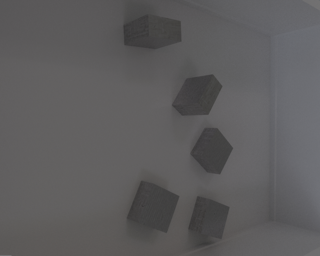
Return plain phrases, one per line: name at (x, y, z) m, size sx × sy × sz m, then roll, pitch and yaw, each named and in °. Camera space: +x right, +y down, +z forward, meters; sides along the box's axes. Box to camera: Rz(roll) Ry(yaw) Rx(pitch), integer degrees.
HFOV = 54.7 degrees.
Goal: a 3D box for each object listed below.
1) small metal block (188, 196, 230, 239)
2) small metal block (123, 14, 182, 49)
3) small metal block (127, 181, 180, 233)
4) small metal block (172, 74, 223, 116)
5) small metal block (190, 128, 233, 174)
small metal block at (0.075, 0.136, 0.470) m, size 0.050 × 0.025 × 0.050 m, roll 29°, pitch 72°, yaw -36°
small metal block at (-0.009, -0.117, 0.382) m, size 0.050 × 0.050 × 0.025 m, roll -5°, pitch 93°, yaw -40°
small metal block at (-0.008, 0.102, 0.400) m, size 0.050 × 0.025 × 0.050 m, roll 33°, pitch 70°, yaw -35°
small metal block at (0.052, -0.045, 0.433) m, size 0.025 × 0.050 × 0.050 m, roll 43°, pitch 64°, yaw -32°
small metal block at (0.080, 0.035, 0.473) m, size 0.050 × 0.025 × 0.050 m, roll 47°, pitch 62°, yaw -30°
